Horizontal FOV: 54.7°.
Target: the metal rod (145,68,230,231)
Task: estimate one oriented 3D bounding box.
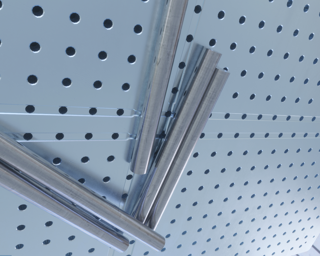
[{"bbox_3d":[0.027,0.052,0.459,0.025,0.025,0.298,10,114,-33],"label":"metal rod"}]

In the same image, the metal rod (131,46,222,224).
[{"bbox_3d":[0.012,0.032,0.438,0.025,0.025,0.298,10,114,-33],"label":"metal rod"}]

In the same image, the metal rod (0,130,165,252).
[{"bbox_3d":[-0.091,0.094,0.401,0.025,0.025,0.300,-44,124,2],"label":"metal rod"}]

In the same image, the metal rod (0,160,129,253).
[{"bbox_3d":[-0.135,0.099,0.399,0.025,0.025,0.300,-41,130,0],"label":"metal rod"}]

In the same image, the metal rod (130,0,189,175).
[{"bbox_3d":[0.002,-0.073,0.368,0.025,0.025,0.298,-1,119,-28],"label":"metal rod"}]
